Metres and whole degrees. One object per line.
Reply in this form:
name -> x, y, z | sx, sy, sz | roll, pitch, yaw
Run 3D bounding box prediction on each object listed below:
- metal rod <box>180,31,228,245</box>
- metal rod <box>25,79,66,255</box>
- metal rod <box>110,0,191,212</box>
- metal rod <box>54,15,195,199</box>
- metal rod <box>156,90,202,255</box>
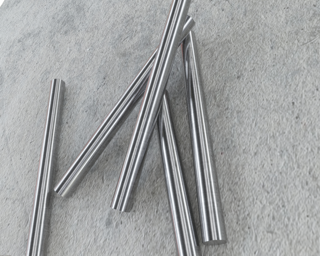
metal rod -> 0.048, -0.013, 0.386 | 0.025, 0.025, 0.299 | -16, 55, 19
metal rod -> -0.167, 0.046, 0.463 | 0.025, 0.025, 0.299 | -18, 54, 18
metal rod -> -0.007, -0.044, 0.397 | 0.025, 0.025, 0.299 | 9, 78, 32
metal rod -> -0.047, -0.033, 0.431 | 0.025, 0.025, 0.300 | 32, 85, 38
metal rod -> 0.020, 0.074, 0.347 | 0.025, 0.025, 0.299 | -21, 54, 16
